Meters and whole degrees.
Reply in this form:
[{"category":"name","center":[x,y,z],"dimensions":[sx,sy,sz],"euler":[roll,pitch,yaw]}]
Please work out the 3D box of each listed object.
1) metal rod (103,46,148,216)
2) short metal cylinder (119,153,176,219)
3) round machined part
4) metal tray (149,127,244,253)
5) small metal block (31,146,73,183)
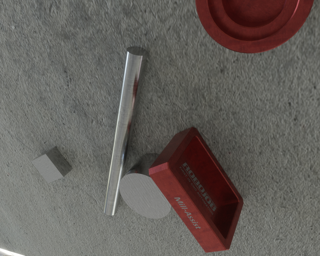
[{"category":"metal rod","center":[-0.057,0.026,0.452],"dimensions":[0.025,0.025,0.298],"euler":[24,127,13]},{"category":"short metal cylinder","center":[-0.011,0.083,0.448],"dimensions":[0.080,0.050,0.079],"euler":[13,124,21]},{"category":"round machined part","center":[0.085,-0.120,0.277],"dimensions":[0.098,0.042,0.097],"euler":[13,124,21]},{"category":"metal tray","center":[0.050,0.074,0.384],"dimensions":[0.030,0.090,0.130],"euler":[-26,105,37]},{"category":"small metal block","center":[-0.192,0.066,0.548],"dimensions":[0.050,0.025,0.050],"euler":[-24,106,36]}]
